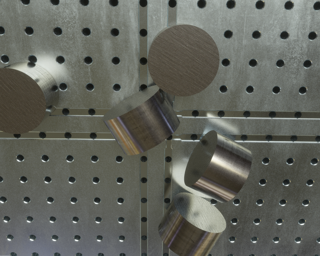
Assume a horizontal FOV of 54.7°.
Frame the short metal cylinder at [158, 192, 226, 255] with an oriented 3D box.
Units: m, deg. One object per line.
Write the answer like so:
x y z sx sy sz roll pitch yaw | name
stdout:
0.045 0.136 0.435 0.080 0.080 0.050 23 109 -9 | short metal cylinder

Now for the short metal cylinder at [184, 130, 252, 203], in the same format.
0.074 0.050 0.403 0.050 0.080 0.080 27 108 -10 | short metal cylinder

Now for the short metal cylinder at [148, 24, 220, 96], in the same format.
0.026 -0.083 0.370 0.081 0.050 0.079 0 110 0 | short metal cylinder

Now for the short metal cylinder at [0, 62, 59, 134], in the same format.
-0.173 -0.039 0.384 0.081 0.050 0.079 0 110 0 | short metal cylinder

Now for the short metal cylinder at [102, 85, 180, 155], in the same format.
-0.023 -0.011 0.380 0.080 0.080 0.050 -27 108 9 | short metal cylinder
